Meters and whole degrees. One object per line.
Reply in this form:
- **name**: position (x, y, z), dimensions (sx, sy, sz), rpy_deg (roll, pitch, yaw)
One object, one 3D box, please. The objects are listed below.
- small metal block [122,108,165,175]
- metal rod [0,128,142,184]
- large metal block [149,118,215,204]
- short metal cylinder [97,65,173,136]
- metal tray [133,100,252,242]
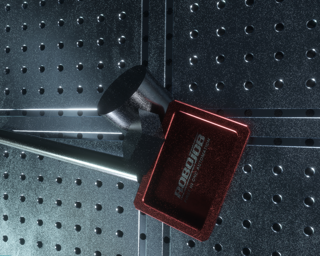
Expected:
- **small metal block**: position (-0.020, 0.015, 0.342), dimensions (0.025, 0.050, 0.050), rpy_deg (17, 119, -20)
- **metal rod**: position (-0.147, 0.030, 0.432), dimensions (0.300, 0.025, 0.025), rpy_deg (10, 93, 30)
- **large metal block**: position (0.015, 0.035, 0.392), dimensions (0.080, 0.050, 0.080), rpy_deg (-37, 79, 16)
- **short metal cylinder**: position (-0.032, -0.032, 0.387), dimensions (0.080, 0.080, 0.050), rpy_deg (-36, 121, 16)
- **metal tray**: position (0.035, 0.044, 0.341), dimensions (0.090, 0.030, 0.129), rpy_deg (22, 97, 18)
